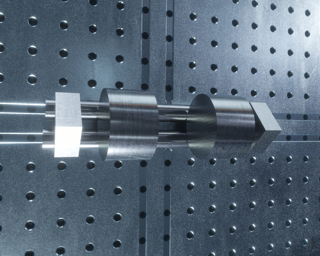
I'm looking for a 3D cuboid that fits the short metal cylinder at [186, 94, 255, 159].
[{"bbox_3d":[0.073,-0.002,0.387,0.050,0.080,0.079,1,90,-20],"label":"short metal cylinder"}]

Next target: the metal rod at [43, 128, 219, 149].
[{"bbox_3d":[0.005,0.015,0.414,0.302,0.025,0.025,1,90,-20],"label":"metal rod"}]

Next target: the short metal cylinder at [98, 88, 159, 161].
[{"bbox_3d":[-0.038,-0.003,0.346,0.050,0.080,0.079,1,90,-20],"label":"short metal cylinder"}]

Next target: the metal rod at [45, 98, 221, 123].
[{"bbox_3d":[0.008,-0.020,0.415,0.302,0.025,0.025,1,90,-20],"label":"metal rod"}]

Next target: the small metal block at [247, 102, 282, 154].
[{"bbox_3d":[0.132,0.000,0.424,0.025,0.050,0.050,1,49,-20],"label":"small metal block"}]

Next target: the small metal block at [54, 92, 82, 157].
[{"bbox_3d":[-0.101,-0.003,0.338,0.025,0.050,0.050,1,48,-20],"label":"small metal block"}]
